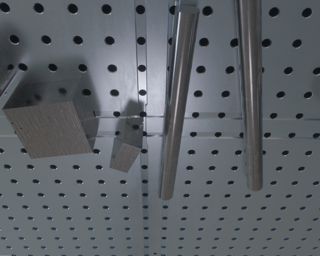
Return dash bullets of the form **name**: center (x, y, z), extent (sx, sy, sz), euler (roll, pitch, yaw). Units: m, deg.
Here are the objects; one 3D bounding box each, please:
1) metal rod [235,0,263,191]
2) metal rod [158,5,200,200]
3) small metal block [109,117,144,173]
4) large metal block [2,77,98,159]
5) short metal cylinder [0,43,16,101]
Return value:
- **metal rod**: center (0.118, -0.021, 0.395), extent (0.025, 0.025, 0.299), euler (-10, 130, 8)
- **metal rod**: center (0.018, -0.006, 0.406), extent (0.025, 0.025, 0.298), euler (3, 130, -3)
- **small metal block**: center (-0.044, 0.023, 0.414), extent (0.025, 0.050, 0.050), euler (20, 127, -16)
- **large metal block**: center (-0.130, -0.011, 0.385), extent (0.080, 0.050, 0.080), euler (-6, 130, 5)
- **short metal cylinder**: center (-0.210, -0.060, 0.342), extent (0.081, 0.050, 0.079), euler (0, 130, 0)
